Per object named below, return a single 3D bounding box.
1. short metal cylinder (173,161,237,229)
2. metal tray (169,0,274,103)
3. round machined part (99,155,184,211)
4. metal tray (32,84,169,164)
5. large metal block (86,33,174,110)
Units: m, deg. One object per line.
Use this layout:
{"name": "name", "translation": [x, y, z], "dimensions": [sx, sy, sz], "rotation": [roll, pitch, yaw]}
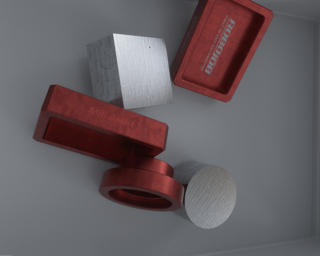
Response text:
{"name": "short metal cylinder", "translation": [0.054, 0.087, 0.414], "dimensions": [0.081, 0.050, 0.079], "rotation": [-1, 91, -28]}
{"name": "metal tray", "translation": [0.077, -0.107, 0.408], "dimensions": [0.091, 0.030, 0.129], "rotation": [16, 111, -20]}
{"name": "round machined part", "translation": [-0.020, 0.065, 0.370], "dimensions": [0.099, 0.098, 0.042], "rotation": [21, 61, -19]}
{"name": "metal tray", "translation": [-0.068, 0.005, 0.349], "dimensions": [0.131, 0.090, 0.030], "rotation": [19, 61, -19]}
{"name": "large metal block", "translation": [-0.034, -0.063, 0.369], "dimensions": [0.081, 0.050, 0.079], "rotation": [-11, 95, -46]}
